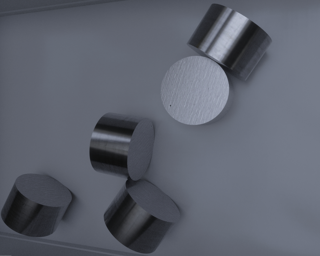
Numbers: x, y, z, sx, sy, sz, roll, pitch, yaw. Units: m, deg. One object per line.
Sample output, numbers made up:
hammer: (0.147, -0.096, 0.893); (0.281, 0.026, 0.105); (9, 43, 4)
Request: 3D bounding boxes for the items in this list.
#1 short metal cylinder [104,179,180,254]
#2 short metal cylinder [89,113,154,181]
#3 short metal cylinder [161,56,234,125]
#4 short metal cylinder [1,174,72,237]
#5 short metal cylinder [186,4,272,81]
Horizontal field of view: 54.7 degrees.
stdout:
short metal cylinder: (-0.022, 0.108, 0.388); (0.080, 0.080, 0.050); (38, 102, 16)
short metal cylinder: (-0.046, 0.023, 0.397); (0.050, 0.080, 0.079); (9, 93, 19)
short metal cylinder: (0.047, -0.043, 0.380); (0.080, 0.050, 0.079); (0, 90, 19)
short metal cylinder: (-0.175, 0.108, 0.441); (0.080, 0.080, 0.050); (31, 100, 17)
short metal cylinder: (0.078, -0.096, 0.354); (0.080, 0.080, 0.050); (36, 102, 16)
